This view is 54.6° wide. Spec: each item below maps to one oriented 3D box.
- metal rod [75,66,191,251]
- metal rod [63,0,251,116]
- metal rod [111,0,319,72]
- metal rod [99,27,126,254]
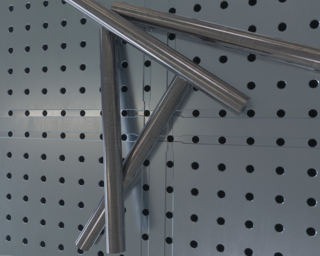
[{"bbox_3d":[-0.035,0.045,0.425,0.025,0.025,0.299,35,101,16],"label":"metal rod"},{"bbox_3d":[-0.019,-0.108,0.395,0.300,0.025,0.025,37,102,19],"label":"metal rod"},{"bbox_3d":[0.071,-0.117,0.387,0.301,0.025,0.025,20,97,18],"label":"metal rod"},{"bbox_3d":[-0.064,0.009,0.416,0.025,0.025,0.299,-7,80,20],"label":"metal rod"}]
